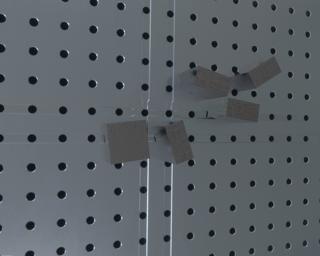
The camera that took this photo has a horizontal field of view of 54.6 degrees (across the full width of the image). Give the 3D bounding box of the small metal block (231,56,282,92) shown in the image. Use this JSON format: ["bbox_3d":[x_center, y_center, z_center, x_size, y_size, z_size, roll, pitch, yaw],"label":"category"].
[{"bbox_3d":[0.136,-0.077,0.449,0.050,0.050,0.025,-32,101,-17],"label":"small metal block"}]

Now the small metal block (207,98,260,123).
[{"bbox_3d":[0.102,-0.024,0.437,0.050,0.050,0.025,9,87,-20],"label":"small metal block"}]

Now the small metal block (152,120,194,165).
[{"bbox_3d":[0.016,0.017,0.405,0.025,0.050,0.050,-19,97,-19],"label":"small metal block"}]

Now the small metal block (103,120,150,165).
[{"bbox_3d":[-0.043,0.017,0.397,0.050,0.025,0.050,-7,93,-20],"label":"small metal block"}]

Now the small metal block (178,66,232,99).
[{"bbox_3d":[0.060,-0.060,0.421,0.050,0.050,0.025,16,85,-19],"label":"small metal block"}]
